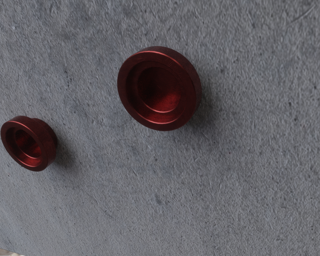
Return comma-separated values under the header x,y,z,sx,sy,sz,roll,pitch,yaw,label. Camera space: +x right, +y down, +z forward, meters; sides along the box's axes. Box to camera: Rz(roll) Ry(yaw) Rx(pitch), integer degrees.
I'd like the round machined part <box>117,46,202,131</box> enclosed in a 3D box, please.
x,y,z,sx,sy,sz,roll,pitch,yaw,label
0.003,-0.048,0.364,0.098,0.042,0.097,13,124,21,round machined part

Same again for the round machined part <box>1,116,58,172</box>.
x,y,z,sx,sy,sz,roll,pitch,yaw,label
-0.214,0.022,0.523,0.098,0.042,0.097,13,124,21,round machined part
